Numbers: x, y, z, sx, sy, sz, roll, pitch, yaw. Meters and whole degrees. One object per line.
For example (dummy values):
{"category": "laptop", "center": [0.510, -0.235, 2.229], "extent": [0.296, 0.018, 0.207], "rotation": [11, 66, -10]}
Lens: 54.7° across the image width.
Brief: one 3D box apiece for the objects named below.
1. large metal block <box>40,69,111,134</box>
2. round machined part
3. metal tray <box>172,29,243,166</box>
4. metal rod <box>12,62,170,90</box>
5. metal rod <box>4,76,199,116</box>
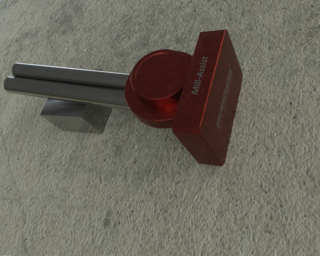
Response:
{"category": "large metal block", "center": [-0.120, -0.040, 0.470], "extent": [0.080, 0.050, 0.080], "rotation": [4, 63, 29]}
{"category": "round machined part", "center": [0.005, -0.052, 0.360], "extent": [0.098, 0.042, 0.098], "rotation": [-6, 63, 13]}
{"category": "metal tray", "center": [0.059, -0.033, 0.351], "extent": [0.030, 0.090, 0.130], "rotation": [4, 63, 30]}
{"category": "metal rod", "center": [-0.072, -0.065, 0.424], "extent": [0.301, 0.025, 0.025], "rotation": [9, 65, 17]}
{"category": "metal rod", "center": [-0.080, -0.041, 0.414], "extent": [0.301, 0.025, 0.025], "rotation": [9, 66, 18]}
